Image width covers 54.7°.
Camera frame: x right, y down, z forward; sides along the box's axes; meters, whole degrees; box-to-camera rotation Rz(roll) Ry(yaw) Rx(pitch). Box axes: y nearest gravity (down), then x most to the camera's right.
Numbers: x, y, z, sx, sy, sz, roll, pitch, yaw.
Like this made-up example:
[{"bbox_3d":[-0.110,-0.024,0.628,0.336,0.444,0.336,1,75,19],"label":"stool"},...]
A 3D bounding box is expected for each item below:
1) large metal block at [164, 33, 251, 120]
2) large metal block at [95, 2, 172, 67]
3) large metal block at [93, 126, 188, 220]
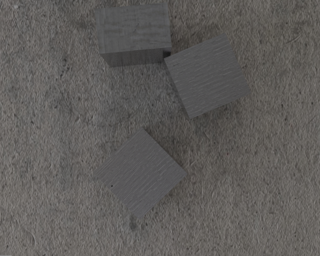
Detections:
[{"bbox_3d":[0.057,-0.063,0.398,0.080,0.050,0.080,-23,90,0],"label":"large metal block"},{"bbox_3d":[-0.030,-0.111,0.382,0.080,0.080,0.050,-6,90,0],"label":"large metal block"},{"bbox_3d":[-0.024,0.054,0.397,0.080,0.050,0.080,-44,90,0],"label":"large metal block"}]
